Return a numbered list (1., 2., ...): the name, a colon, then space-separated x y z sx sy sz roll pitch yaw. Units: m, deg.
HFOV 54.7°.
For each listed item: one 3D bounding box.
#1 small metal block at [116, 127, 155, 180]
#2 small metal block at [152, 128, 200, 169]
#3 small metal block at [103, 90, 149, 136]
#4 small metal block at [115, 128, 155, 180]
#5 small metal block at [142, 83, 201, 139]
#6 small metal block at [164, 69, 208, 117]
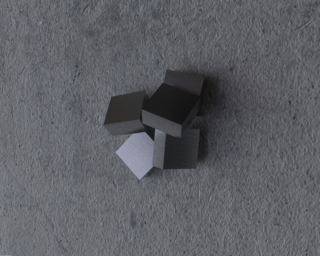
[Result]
1. small metal block: -0.022 0.033 0.417 0.050 0.025 0.050 -46 76 14
2. small metal block: 0.020 0.024 0.387 0.025 0.050 0.050 6 92 58
3. small metal block: -0.042 -0.019 0.411 0.050 0.025 0.050 -8 50 19
4. small metal block: -0.022 0.033 0.417 0.050 0.025 0.050 -46 76 14
5. small metal block: 0.014 -0.021 0.364 0.050 0.025 0.050 23 54 18
6. small metal block: 0.030 -0.045 0.399 0.050 0.025 0.050 15 95 19
